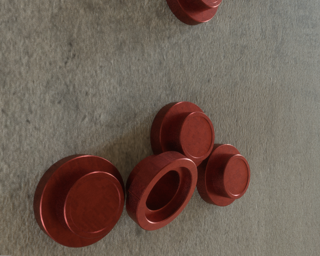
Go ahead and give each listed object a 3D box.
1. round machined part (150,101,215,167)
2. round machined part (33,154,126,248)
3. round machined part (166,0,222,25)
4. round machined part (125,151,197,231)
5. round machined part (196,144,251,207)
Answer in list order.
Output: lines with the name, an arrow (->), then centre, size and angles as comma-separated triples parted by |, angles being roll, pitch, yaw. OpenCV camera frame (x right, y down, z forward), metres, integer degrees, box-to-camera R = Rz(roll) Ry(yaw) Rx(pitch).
round machined part -> 0.038, 0.012, 0.428 | 0.099, 0.042, 0.097 | 0, 90, -40
round machined part -> -0.078, 0.078, 0.330 | 0.099, 0.042, 0.097 | 0, 90, -40
round machined part -> 0.054, -0.201, 0.441 | 0.099, 0.042, 0.097 | 0, 90, -40
round machined part -> -0.003, 0.071, 0.379 | 0.099, 0.042, 0.097 | -25, 130, -34
round machined part -> 0.104, 0.074, 0.484 | 0.099, 0.042, 0.097 | 0, 90, -40
